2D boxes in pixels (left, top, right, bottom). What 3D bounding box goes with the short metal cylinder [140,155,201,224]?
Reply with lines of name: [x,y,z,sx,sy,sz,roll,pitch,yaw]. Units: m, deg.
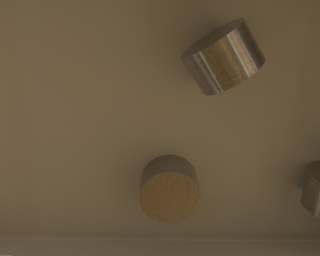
short metal cylinder: [0.014,0.084,0.429,0.081,0.050,0.079,0,110,0]

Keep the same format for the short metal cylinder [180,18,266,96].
short metal cylinder: [0.071,-0.081,0.353,0.080,0.080,0.050,-31,107,11]

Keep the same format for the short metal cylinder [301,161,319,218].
short metal cylinder: [0.236,0.084,0.415,0.081,0.080,0.050,1,110,0]
